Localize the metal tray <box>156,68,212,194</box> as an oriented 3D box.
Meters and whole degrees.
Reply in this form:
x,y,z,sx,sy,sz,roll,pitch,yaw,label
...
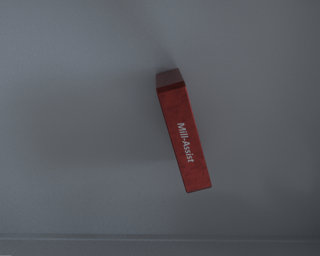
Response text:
x,y,z,sx,sy,sz,roll,pitch,yaw,label
0.027,0.000,0.374,0.030,0.090,0.129,-15,110,5,metal tray
